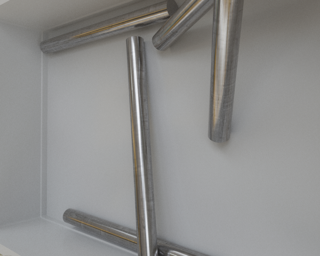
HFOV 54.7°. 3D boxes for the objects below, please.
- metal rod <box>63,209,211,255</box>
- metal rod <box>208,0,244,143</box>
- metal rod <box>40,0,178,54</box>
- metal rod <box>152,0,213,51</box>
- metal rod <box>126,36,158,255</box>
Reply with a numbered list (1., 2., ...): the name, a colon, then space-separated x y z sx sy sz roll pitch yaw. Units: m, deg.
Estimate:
1. metal rod: -0.042 0.157 0.441 0.300 0.025 0.025 3 92 40
2. metal rod: 0.058 -0.108 0.262 0.025 0.025 0.298 30 140 36
3. metal rod: -0.099 -0.152 0.488 0.300 0.025 0.025 0 90 40
4. metal rod: 0.065 -0.141 0.276 0.299 0.025 0.025 -24 74 62
5. metal rod: -0.025 0.023 0.409 0.025 0.025 0.299 -13 77 39
